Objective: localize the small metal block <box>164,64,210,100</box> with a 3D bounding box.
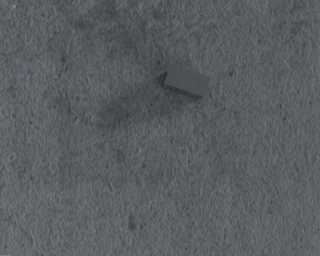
[{"bbox_3d":[0.033,-0.058,0.398,0.050,0.050,0.025,18,90,-1],"label":"small metal block"}]
